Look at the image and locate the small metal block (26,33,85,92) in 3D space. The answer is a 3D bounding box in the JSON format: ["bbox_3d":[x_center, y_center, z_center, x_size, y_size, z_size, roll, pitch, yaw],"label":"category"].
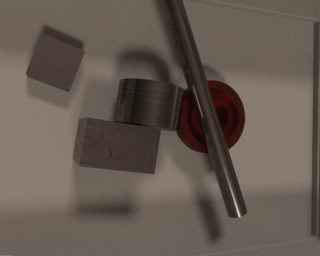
[{"bbox_3d":[-0.123,-0.076,0.365,0.050,0.025,0.050,21,83,-19],"label":"small metal block"}]

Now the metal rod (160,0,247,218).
[{"bbox_3d":[0.055,-0.029,0.387,0.025,0.025,0.298,-21,97,-19],"label":"metal rod"}]

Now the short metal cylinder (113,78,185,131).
[{"bbox_3d":[-0.013,-0.026,0.377,0.081,0.080,0.050,10,87,-20],"label":"short metal cylinder"}]

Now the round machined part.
[{"bbox_3d":[0.063,-0.014,0.426,0.099,0.042,0.097,0,90,-21],"label":"round machined part"}]

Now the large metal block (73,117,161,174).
[{"bbox_3d":[-0.054,0.020,0.362,0.081,0.080,0.050,9,87,-20],"label":"large metal block"}]
